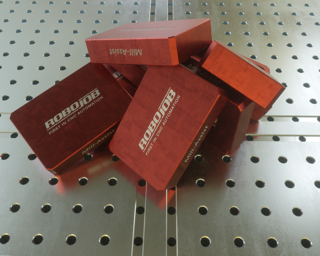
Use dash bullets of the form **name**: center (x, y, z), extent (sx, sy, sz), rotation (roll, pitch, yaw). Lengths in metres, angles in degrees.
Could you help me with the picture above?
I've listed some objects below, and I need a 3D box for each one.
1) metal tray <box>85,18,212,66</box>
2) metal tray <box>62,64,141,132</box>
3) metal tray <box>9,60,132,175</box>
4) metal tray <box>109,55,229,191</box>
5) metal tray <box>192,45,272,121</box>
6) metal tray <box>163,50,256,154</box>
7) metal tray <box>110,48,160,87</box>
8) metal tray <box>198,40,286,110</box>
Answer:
- **metal tray**: center (-0.014, -0.106, 0.379), extent (0.130, 0.030, 0.090), rotation (10, 33, 34)
- **metal tray**: center (-0.081, -0.048, 0.443), extent (0.090, 0.030, 0.131), rotation (32, 57, 24)
- **metal tray**: center (-0.104, -0.016, 0.388), extent (0.130, 0.030, 0.090), rotation (-38, 75, -14)
- **metal tray**: center (0.006, -0.006, 0.353), extent (0.090, 0.129, 0.030), rotation (36, 17, 25)
- **metal tray**: center (0.091, -0.072, 0.437), extent (0.131, 0.030, 0.090), rotation (21, 50, -9)
- **metal tray**: center (0.051, -0.034, 0.396), extent (0.130, 0.090, 0.030), rotation (37, 60, 27)
- **metal tray**: center (-0.005, -0.109, 0.472), extent (0.131, 0.030, 0.090), rotation (-26, 56, -38)
- **metal tray**: center (0.098, -0.071, 0.383), extent (0.090, 0.030, 0.130), rotation (34, 20, 1)
